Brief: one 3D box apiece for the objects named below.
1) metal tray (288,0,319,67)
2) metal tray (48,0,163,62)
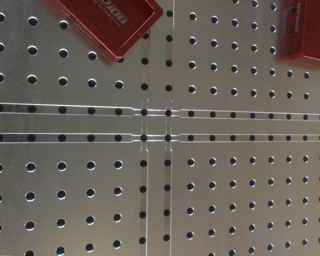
[{"bbox_3d":[0.261,-0.170,0.506,0.091,0.030,0.129,7,88,-20],"label":"metal tray"},{"bbox_3d":[-0.072,-0.158,0.383,0.130,0.030,0.090,43,76,-15],"label":"metal tray"}]
